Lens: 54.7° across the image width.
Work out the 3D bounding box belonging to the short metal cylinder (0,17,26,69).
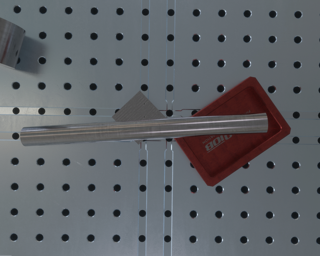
[{"bbox_3d":[-0.216,-0.110,0.384,0.080,0.080,0.050,16,90,0],"label":"short metal cylinder"}]

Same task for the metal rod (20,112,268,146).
[{"bbox_3d":[-0.023,0.002,0.386,0.302,0.025,0.025,-3,90,5],"label":"metal rod"}]

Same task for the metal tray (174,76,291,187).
[{"bbox_3d":[0.092,0.004,0.411,0.130,0.030,0.090,-35,90,0],"label":"metal tray"}]

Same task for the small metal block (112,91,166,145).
[{"bbox_3d":[-0.027,-0.013,0.413,0.050,0.025,0.050,-44,90,0],"label":"small metal block"}]
